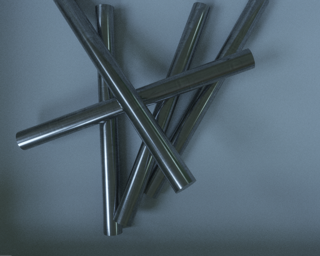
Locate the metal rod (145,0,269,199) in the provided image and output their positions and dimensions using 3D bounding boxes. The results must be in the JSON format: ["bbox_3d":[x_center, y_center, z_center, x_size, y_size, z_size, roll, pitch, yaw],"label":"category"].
[{"bbox_3d":[0.059,-0.042,0.412,0.025,0.025,0.299,30,90,-1],"label":"metal rod"}]

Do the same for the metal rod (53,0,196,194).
[{"bbox_3d":[-0.052,-0.058,0.364,0.025,0.025,0.299,-34,72,0],"label":"metal rod"}]

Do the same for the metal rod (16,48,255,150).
[{"bbox_3d":[-0.033,-0.033,0.381,0.301,0.025,0.025,-19,90,4],"label":"metal rod"}]

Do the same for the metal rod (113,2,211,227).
[{"bbox_3d":[0.004,-0.021,0.401,0.025,0.025,0.299,20,86,-1],"label":"metal rod"}]

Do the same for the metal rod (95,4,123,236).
[{"bbox_3d":[-0.068,-0.010,0.410,0.025,0.025,0.298,-2,90,-1],"label":"metal rod"}]
